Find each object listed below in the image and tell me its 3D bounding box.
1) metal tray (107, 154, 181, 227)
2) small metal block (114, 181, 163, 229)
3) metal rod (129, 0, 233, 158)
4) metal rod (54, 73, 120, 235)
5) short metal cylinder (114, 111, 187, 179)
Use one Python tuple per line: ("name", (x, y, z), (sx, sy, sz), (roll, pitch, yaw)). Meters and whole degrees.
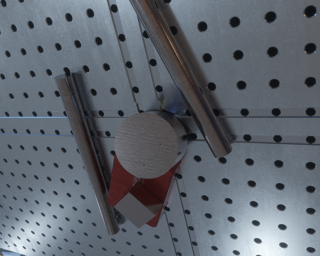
("metal tray", (-0.028, 0.085, 0.474), (0.090, 0.030, 0.129), (24, 127, 13))
("small metal block", (-0.032, 0.115, 0.458), (0.050, 0.025, 0.050), (42, 129, -1))
("metal rod", (0.006, -0.094, 0.348), (0.025, 0.025, 0.299), (-19, 109, 35))
("metal rod", (-0.111, 0.058, 0.503), (0.025, 0.025, 0.298), (4, 120, 26))
("short metal cylinder", (-0.010, 0.019, 0.392), (0.080, 0.050, 0.079), (2, 96, 16))
